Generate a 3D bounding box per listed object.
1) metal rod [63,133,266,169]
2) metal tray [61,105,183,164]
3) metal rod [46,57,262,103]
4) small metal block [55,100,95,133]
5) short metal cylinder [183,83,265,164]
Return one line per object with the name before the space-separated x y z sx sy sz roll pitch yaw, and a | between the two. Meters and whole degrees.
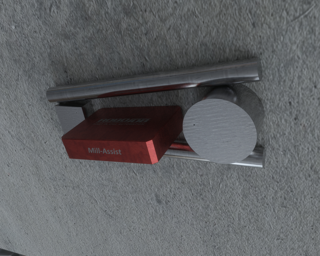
metal rod | -0.012 0.026 0.431 0.301 0.025 0.025 4 120 26
metal tray | -0.045 0.005 0.392 0.130 0.090 0.030 0 118 28
metal rod | -0.029 -0.055 0.390 0.300 0.025 0.025 -2 117 29
small metal block | -0.123 -0.015 0.465 0.050 0.025 0.050 4 121 26
short metal cylinder | 0.072 -0.007 0.349 0.080 0.050 0.079 13 124 21
